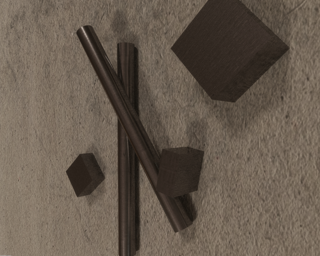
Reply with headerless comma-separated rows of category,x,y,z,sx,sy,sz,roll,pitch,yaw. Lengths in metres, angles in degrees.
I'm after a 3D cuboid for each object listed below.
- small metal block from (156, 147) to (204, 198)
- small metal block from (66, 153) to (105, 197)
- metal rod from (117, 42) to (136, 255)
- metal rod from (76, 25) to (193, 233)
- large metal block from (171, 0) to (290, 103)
small metal block,0.024,0.050,0.367,0.025,0.050,0.050,15,99,39
small metal block,-0.122,0.076,0.502,0.050,0.025,0.050,-47,63,29
metal rod,-0.048,0.030,0.441,0.025,0.025,0.298,-1,90,39
metal rod,-0.039,-0.007,0.409,0.025,0.025,0.299,-35,76,34
large metal block,0.072,-0.085,0.328,0.080,0.050,0.080,-48,62,29
